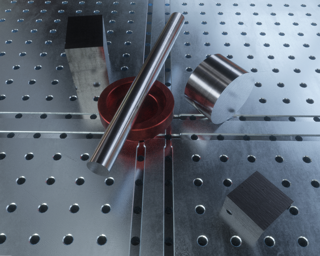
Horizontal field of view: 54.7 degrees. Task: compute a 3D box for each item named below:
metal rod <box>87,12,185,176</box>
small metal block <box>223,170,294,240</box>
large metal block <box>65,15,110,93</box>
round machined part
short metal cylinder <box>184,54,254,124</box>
[{"bbox_3d":[-0.018,-0.067,0.409,0.025,0.025,0.300,14,51,11],"label":"metal rod"},{"bbox_3d":[0.107,0.083,0.339,0.050,0.025,0.050,-32,57,-24],"label":"small metal block"},{"bbox_3d":[-0.105,-0.111,0.463,0.050,0.080,0.080,-6,50,-5],"label":"large metal block"},{"bbox_3d":[-0.031,-0.021,0.414,0.099,0.042,0.098,0,50,0],"label":"round machined part"},{"bbox_3d":[0.080,-0.052,0.417,0.081,0.080,0.050,-32,57,-24],"label":"short metal cylinder"}]
